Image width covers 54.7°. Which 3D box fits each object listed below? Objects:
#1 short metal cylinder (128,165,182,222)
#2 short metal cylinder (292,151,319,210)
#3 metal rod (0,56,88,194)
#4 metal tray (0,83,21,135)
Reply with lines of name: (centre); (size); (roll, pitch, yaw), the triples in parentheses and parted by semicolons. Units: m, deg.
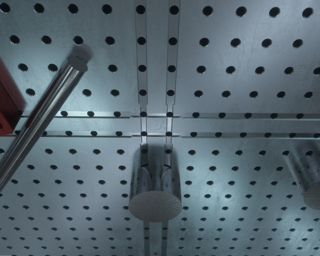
short metal cylinder: (-0.007, 0.103, 0.483); (0.081, 0.050, 0.079); (0, 130, 0)
short metal cylinder: (0.248, 0.079, 0.464); (0.081, 0.050, 0.079); (0, 130, 0)
metal rod: (-0.184, 0.018, 0.424); (0.025, 0.025, 0.299); (31, 124, -23)
metal tray: (-0.256, -0.026, 0.383); (0.131, 0.030, 0.090); (-9, 130, 7)
